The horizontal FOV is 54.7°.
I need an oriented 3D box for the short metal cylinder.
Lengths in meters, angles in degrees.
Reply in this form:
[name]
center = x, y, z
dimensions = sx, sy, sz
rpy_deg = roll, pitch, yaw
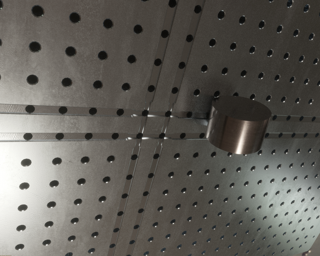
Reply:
[short metal cylinder]
center = 0.108, -0.006, 0.433
dimensions = 0.081, 0.080, 0.050
rpy_deg = -8, 122, -25
